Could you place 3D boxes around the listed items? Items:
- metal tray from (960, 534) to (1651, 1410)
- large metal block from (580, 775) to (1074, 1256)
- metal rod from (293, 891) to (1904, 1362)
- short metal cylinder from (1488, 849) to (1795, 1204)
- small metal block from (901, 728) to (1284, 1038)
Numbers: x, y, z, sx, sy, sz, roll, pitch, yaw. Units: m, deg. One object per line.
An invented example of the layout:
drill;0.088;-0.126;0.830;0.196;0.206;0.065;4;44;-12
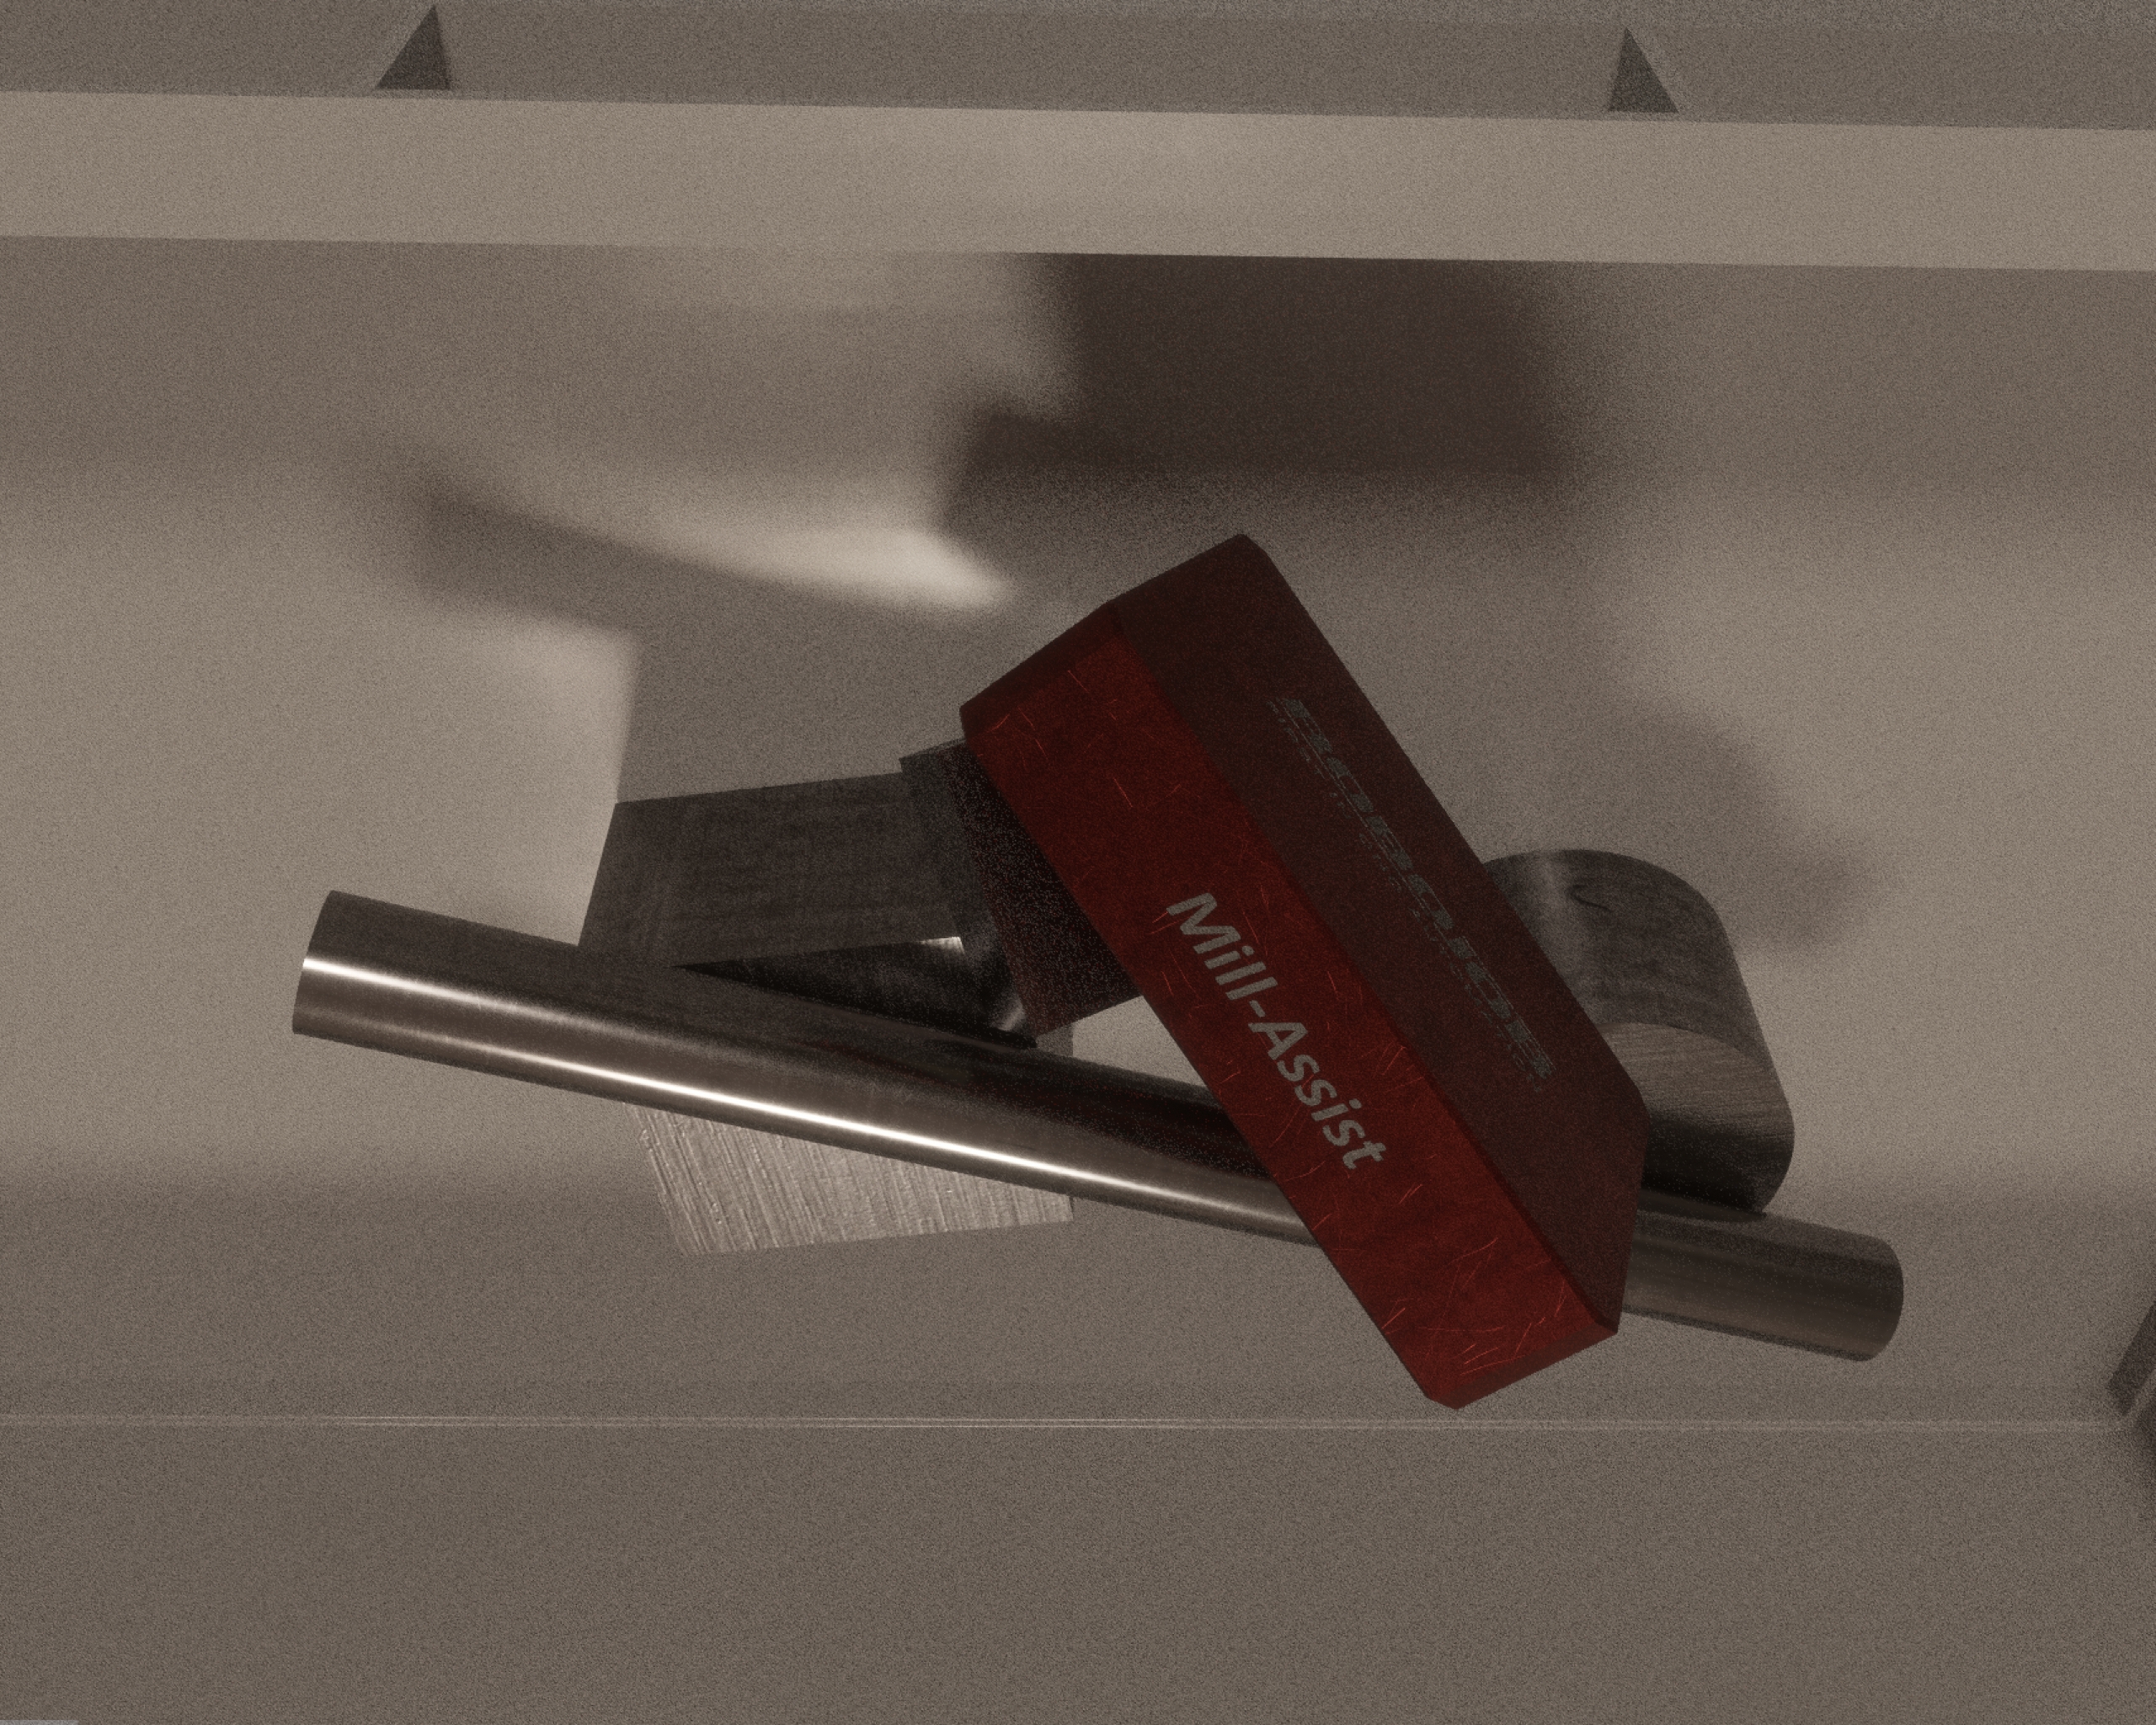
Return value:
metal tray;0.043;0.012;0.343;0.030;0.090;0.130;-34;93;24
large metal block;-0.046;0.030;0.416;0.080;0.050;0.080;-6;130;4
metal rod;0.014;0.052;0.385;0.302;0.025;0.025;14;129;-12
short metal cylinder;0.100;0.044;0.430;0.081;0.050;0.079;0;130;0
small metal block;0.003;-0.003;0.361;0.050;0.025;0.050;-20;97;-18
